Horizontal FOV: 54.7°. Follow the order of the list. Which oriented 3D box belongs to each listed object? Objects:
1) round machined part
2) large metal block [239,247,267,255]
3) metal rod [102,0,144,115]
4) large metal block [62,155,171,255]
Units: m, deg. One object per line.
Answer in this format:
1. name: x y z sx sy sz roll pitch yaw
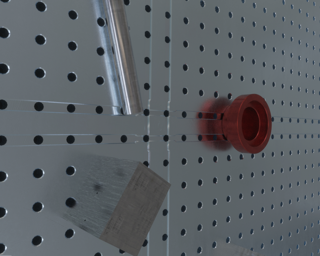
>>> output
1. round machined part: 0.142 -0.007 0.517 0.099 0.042 0.097 0 90 -40
2. large metal block: 0.168 0.266 0.535 0.080 0.050 0.080 42 64 -32
3. metal rod: -0.058 -0.164 0.360 0.025 0.025 0.298 -17 101 -39
4. large metal block: -0.047 0.079 0.335 0.050 0.080 0.080 42 65 -32
